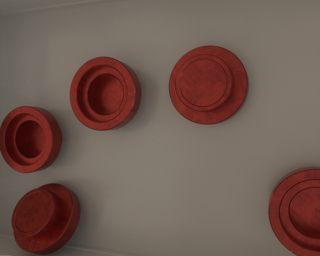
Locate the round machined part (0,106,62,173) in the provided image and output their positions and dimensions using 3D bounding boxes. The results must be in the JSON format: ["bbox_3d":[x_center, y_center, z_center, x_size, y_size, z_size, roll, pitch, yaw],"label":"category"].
[{"bbox_3d":[-0.189,0.017,0.468,0.098,0.042,0.097,0,90,20],"label":"round machined part"}]

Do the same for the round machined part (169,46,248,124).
[{"bbox_3d":[0.057,-0.053,0.381,0.098,0.042,0.097,0,90,20],"label":"round machined part"}]

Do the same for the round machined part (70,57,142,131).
[{"bbox_3d":[-0.070,-0.045,0.426,0.098,0.042,0.097,0,90,20],"label":"round machined part"}]

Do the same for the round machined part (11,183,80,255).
[{"bbox_3d":[-0.167,0.124,0.437,0.098,0.042,0.098,-11,55,17],"label":"round machined part"}]

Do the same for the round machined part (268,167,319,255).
[{"bbox_3d":[0.172,0.091,0.341,0.098,0.042,0.097,0,90,20],"label":"round machined part"}]
